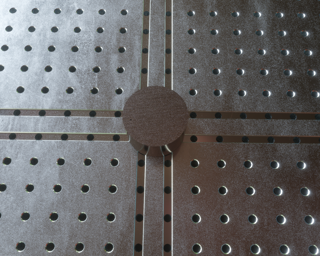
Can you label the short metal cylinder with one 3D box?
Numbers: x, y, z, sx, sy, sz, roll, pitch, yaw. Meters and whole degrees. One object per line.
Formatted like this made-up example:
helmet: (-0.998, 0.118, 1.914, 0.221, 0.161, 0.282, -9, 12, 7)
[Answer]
short metal cylinder: (-0.006, -0.008, 0.401, 0.081, 0.050, 0.080, 0, 70, 0)
